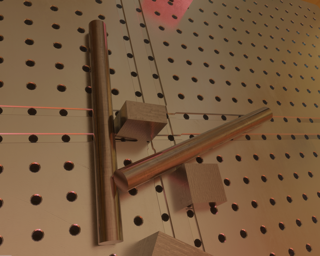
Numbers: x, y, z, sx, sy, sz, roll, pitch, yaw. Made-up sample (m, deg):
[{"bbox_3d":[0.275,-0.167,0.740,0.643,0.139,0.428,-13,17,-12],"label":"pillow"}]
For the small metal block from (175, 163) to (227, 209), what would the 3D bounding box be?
[{"bbox_3d":[0.051,0.073,0.391,0.050,0.025,0.050,4,60,-26],"label":"small metal block"}]

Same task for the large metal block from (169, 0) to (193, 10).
[{"bbox_3d":[0.032,-0.283,0.581,0.080,0.050,0.080,22,53,-15],"label":"large metal block"}]

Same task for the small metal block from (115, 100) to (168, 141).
[{"bbox_3d":[-0.025,-0.007,0.383,0.050,0.050,0.025,6,59,-25],"label":"small metal block"}]

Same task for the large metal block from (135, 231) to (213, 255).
[{"bbox_3d":[0.013,0.159,0.301,0.080,0.050,0.080,28,52,-11],"label":"large metal block"}]

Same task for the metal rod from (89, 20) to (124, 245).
[{"bbox_3d":[-0.070,-0.016,0.379,0.025,0.025,0.299,5,59,-26],"label":"metal rod"}]

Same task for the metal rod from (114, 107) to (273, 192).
[{"bbox_3d":[0.068,0.016,0.419,0.302,0.025,0.025,-20,72,-40],"label":"metal rod"}]
